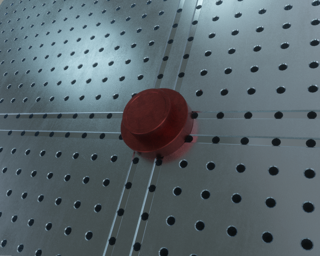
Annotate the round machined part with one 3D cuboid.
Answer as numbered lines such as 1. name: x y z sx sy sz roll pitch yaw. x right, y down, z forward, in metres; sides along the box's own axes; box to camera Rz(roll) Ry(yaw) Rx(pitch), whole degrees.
1. round machined part: -0.010 -0.013 0.409 0.098 0.042 0.098 -13 56 20
